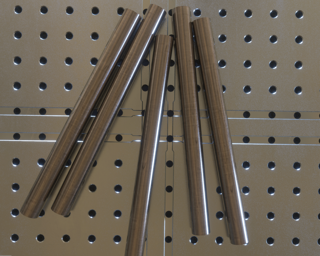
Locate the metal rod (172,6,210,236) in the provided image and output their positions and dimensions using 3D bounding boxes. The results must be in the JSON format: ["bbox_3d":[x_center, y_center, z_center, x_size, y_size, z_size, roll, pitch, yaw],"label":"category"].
[{"bbox_3d":[0.042,-0.009,0.414,0.025,0.025,0.298,-5,90,0],"label":"metal rod"}]

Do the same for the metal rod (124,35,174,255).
[{"bbox_3d":[-0.015,0.027,0.413,0.025,0.025,0.298,8,90,0],"label":"metal rod"}]

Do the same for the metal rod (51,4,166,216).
[{"bbox_3d":[-0.068,-0.024,0.413,0.025,0.025,0.299,26,90,0],"label":"metal rod"}]

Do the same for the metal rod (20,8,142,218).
[{"bbox_3d":[-0.104,-0.019,0.412,0.025,0.025,0.299,28,90,0],"label":"metal rod"}]

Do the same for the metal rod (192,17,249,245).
[{"bbox_3d":[0.081,0.004,0.414,0.025,0.025,0.299,-10,90,0],"label":"metal rod"}]
